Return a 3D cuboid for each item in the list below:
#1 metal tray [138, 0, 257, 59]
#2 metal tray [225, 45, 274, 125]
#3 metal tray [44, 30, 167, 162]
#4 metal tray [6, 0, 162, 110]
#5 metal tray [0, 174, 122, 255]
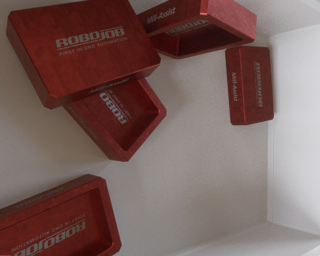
[{"bbox_3d":[0.035,-0.118,0.369,0.091,0.130,0.030,9,84,-40],"label":"metal tray"},{"bbox_3d":[0.158,-0.074,0.539,0.091,0.030,0.129,-10,96,-40],"label":"metal tray"},{"bbox_3d":[-0.057,-0.036,0.356,0.090,0.030,0.130,-51,120,-28],"label":"metal tray"},{"bbox_3d":[-0.073,-0.083,0.319,0.131,0.030,0.090,-26,85,-34],"label":"metal tray"},{"bbox_3d":[-0.109,0.111,0.313,0.131,0.030,0.089,-20,103,-39],"label":"metal tray"}]
